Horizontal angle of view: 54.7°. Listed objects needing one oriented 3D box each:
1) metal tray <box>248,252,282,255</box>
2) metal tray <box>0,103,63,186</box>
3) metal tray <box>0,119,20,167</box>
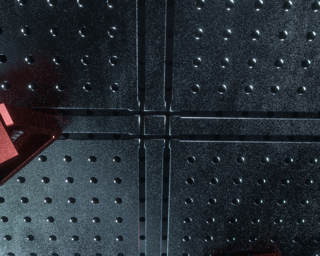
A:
[{"bbox_3d":[0.140,0.257,0.508,0.131,0.030,0.089,-9,110,3],"label":"metal tray"},{"bbox_3d":[-0.199,0.028,0.385,0.130,0.090,0.030,-38,71,12],"label":"metal tray"},{"bbox_3d":[-0.212,-0.002,0.357,0.030,0.130,0.090,-32,109,-33],"label":"metal tray"}]
